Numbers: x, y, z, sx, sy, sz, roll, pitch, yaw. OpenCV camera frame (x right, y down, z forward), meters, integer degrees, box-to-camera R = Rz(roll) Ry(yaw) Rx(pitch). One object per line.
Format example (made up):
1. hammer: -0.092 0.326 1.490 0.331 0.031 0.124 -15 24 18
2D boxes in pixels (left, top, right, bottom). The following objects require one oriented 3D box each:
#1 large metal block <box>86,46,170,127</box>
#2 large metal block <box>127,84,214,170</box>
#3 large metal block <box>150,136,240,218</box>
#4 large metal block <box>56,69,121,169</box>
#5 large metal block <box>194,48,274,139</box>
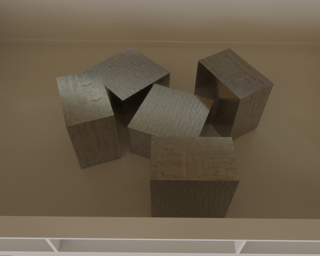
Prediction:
1. large metal block: -0.043 -0.061 0.437 0.080 0.050 0.080 -35 59 -26
2. large metal block: 0.015 -0.002 0.389 0.080 0.050 0.080 18 52 14
3. large metal block: 0.031 0.053 0.324 0.081 0.080 0.050 1 50 0
4. large metal block: -0.085 -0.011 0.376 0.050 0.080 0.080 -15 52 -12
5. large metal block: 0.090 -0.043 0.404 0.050 0.080 0.080 -25 55 -20
